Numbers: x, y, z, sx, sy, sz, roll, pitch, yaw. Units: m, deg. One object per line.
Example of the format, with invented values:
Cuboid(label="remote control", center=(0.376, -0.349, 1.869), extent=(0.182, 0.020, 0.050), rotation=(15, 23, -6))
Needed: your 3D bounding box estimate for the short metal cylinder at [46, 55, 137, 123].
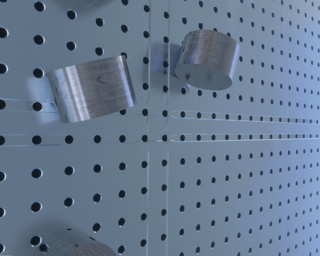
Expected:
Cuboid(label="short metal cylinder", center=(-0.069, -0.040, 0.317), extent=(0.081, 0.080, 0.050), rotation=(-23, 105, -38))

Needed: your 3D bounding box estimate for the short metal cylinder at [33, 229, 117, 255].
Cuboid(label="short metal cylinder", center=(-0.089, 0.152, 0.320), extent=(0.081, 0.050, 0.079), rotation=(0, 90, -40))

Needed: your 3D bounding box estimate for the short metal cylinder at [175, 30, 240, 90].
Cuboid(label="short metal cylinder", center=(0.066, -0.092, 0.431), extent=(0.080, 0.080, 0.050), rotation=(26, 74, -38))

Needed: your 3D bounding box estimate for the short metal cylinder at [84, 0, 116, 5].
Cuboid(label="short metal cylinder", center=(-0.061, -0.184, 0.343), extent=(0.081, 0.050, 0.079), rotation=(0, 90, -40))
